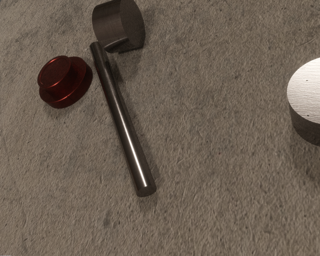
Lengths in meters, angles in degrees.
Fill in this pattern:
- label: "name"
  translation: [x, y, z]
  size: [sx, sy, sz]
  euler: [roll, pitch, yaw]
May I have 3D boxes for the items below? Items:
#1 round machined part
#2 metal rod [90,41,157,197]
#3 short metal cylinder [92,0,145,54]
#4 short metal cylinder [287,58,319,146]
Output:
- label: "round machined part"
  translation: [-0.169, -0.085, 0.531]
  size: [0.098, 0.042, 0.098]
  euler: [-13, 56, 20]
- label: "metal rod"
  translation: [-0.064, -0.034, 0.456]
  size: [0.025, 0.025, 0.300]
  euler: [-30, 52, 8]
- label: "short metal cylinder"
  translation: [-0.065, -0.166, 0.503]
  size: [0.050, 0.080, 0.080]
  euler: [-7, 59, 24]
- label: "short metal cylinder"
  translation: [0.174, -0.026, 0.313]
  size: [0.080, 0.050, 0.080]
  euler: [-13, 56, 20]
